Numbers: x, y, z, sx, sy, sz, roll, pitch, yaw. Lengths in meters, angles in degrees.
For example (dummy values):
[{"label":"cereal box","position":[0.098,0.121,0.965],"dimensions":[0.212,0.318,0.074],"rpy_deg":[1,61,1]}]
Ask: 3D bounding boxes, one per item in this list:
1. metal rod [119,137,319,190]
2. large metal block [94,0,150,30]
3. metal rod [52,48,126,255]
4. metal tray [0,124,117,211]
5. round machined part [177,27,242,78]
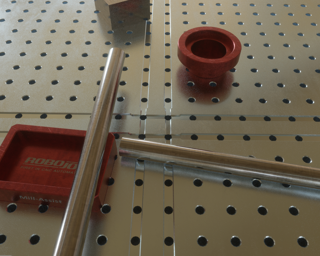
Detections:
[{"label":"metal rod","position":[0.100,0.046,0.370],"dimensions":[0.302,0.025,0.025],"rpy_deg":[9,51,7]},{"label":"large metal block","position":[-0.073,-0.239,0.591],"dimensions":[0.081,0.050,0.080],"rpy_deg":[-23,54,-19]},{"label":"metal rod","position":[-0.073,0.006,0.362],"dimensions":[0.025,0.025,0.300],"rpy_deg":[3,50,2]},{"label":"metal tray","position":[-0.125,0.043,0.365],"dimensions":[0.131,0.030,0.090],"rpy_deg":[5,50,4]},{"label":"round machined part","position":[0.077,-0.118,0.496],"dimensions":[0.099,0.042,0.098],"rpy_deg":[0,50,0]}]
